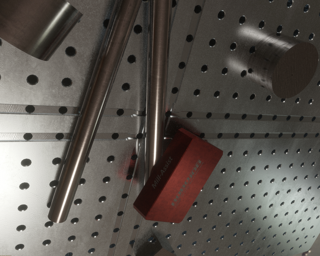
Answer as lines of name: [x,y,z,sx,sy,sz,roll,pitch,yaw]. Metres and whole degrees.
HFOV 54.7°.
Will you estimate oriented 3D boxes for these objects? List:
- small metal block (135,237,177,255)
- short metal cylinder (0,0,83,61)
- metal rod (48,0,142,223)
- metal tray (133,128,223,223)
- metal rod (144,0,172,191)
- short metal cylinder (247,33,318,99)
small metal block: [-0.006,0.228,0.551,0.050,0.025,0.050,-42,130,1]
short metal cylinder: [-0.112,-0.100,0.253,0.080,0.080,0.050,34,99,-39]
metal rod: [-0.081,-0.012,0.360,0.025,0.025,0.298,10,114,-33]
metal tray: [0.029,0.072,0.447,0.090,0.030,0.130,27,95,-49]
metal rod: [-0.006,-0.010,0.403,0.025,0.025,0.298,-11,123,-23]
short metal cylinder: [0.173,-0.088,0.437,0.081,0.050,0.079,-14,125,-21]
